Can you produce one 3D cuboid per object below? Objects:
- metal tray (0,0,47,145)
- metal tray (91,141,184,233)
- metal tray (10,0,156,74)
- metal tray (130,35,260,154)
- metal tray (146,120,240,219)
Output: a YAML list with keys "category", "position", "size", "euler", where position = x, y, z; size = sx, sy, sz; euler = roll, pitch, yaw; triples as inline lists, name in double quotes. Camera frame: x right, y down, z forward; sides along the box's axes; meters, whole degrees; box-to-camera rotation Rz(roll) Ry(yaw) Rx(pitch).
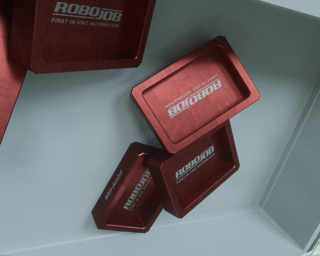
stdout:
- category: "metal tray"
  position: [-0.157, -0.057, 0.246]
  size: [0.090, 0.030, 0.129]
  euler: [23, 79, -38]
- category: "metal tray"
  position: [-0.028, 0.090, 0.444]
  size: [0.091, 0.030, 0.129]
  euler: [20, 108, -36]
- category: "metal tray"
  position: [-0.060, -0.099, 0.275]
  size: [0.131, 0.030, 0.089]
  euler: [-18, 131, -51]
- category: "metal tray"
  position: [0.042, -0.039, 0.373]
  size: [0.131, 0.030, 0.090]
  euler: [-33, 93, -7]
- category: "metal tray"
  position: [0.052, 0.050, 0.428]
  size: [0.131, 0.030, 0.090]
  euler: [-33, 118, -29]
